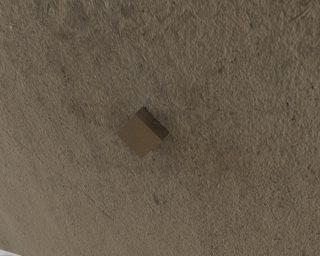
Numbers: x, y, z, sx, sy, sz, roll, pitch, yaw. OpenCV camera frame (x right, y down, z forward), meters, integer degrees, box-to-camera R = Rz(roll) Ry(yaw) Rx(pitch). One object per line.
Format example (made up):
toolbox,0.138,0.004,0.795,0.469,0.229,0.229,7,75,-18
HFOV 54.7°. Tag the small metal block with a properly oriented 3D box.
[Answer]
small metal block,-0.024,0.007,0.423,0.050,0.025,0.050,45,129,-4
